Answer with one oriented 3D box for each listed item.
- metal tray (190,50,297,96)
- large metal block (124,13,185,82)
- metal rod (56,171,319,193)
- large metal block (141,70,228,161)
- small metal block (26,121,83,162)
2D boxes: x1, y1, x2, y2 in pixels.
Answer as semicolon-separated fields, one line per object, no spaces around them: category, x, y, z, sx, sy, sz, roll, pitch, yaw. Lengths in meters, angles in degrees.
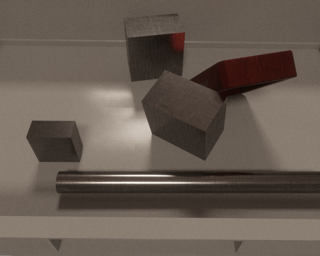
metal tray;0.094;-0.061;0.394;0.091;0.130;0.030;-11;90;-13
large metal block;-0.009;-0.121;0.471;0.081;0.080;0.050;-8;51;-7
metal rod;0.037;0.062;0.353;0.302;0.025;0.025;0;50;-1
large metal block;0.031;-0.013;0.375;0.080;0.080;0.050;27;69;20
small metal block;-0.124;0.017;0.373;0.050;0.050;0.025;0;50;0
